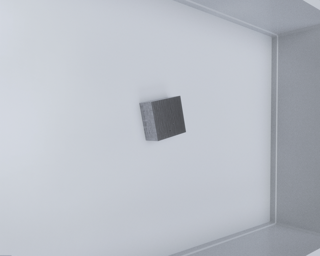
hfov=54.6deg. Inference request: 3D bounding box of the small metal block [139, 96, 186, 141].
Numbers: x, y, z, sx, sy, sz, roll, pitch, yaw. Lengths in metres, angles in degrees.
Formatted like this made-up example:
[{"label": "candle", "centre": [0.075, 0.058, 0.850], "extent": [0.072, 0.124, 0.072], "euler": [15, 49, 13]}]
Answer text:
[{"label": "small metal block", "centre": [0.004, -0.013, 0.409], "extent": [0.050, 0.025, 0.050], "euler": [-16, 100, -39]}]
